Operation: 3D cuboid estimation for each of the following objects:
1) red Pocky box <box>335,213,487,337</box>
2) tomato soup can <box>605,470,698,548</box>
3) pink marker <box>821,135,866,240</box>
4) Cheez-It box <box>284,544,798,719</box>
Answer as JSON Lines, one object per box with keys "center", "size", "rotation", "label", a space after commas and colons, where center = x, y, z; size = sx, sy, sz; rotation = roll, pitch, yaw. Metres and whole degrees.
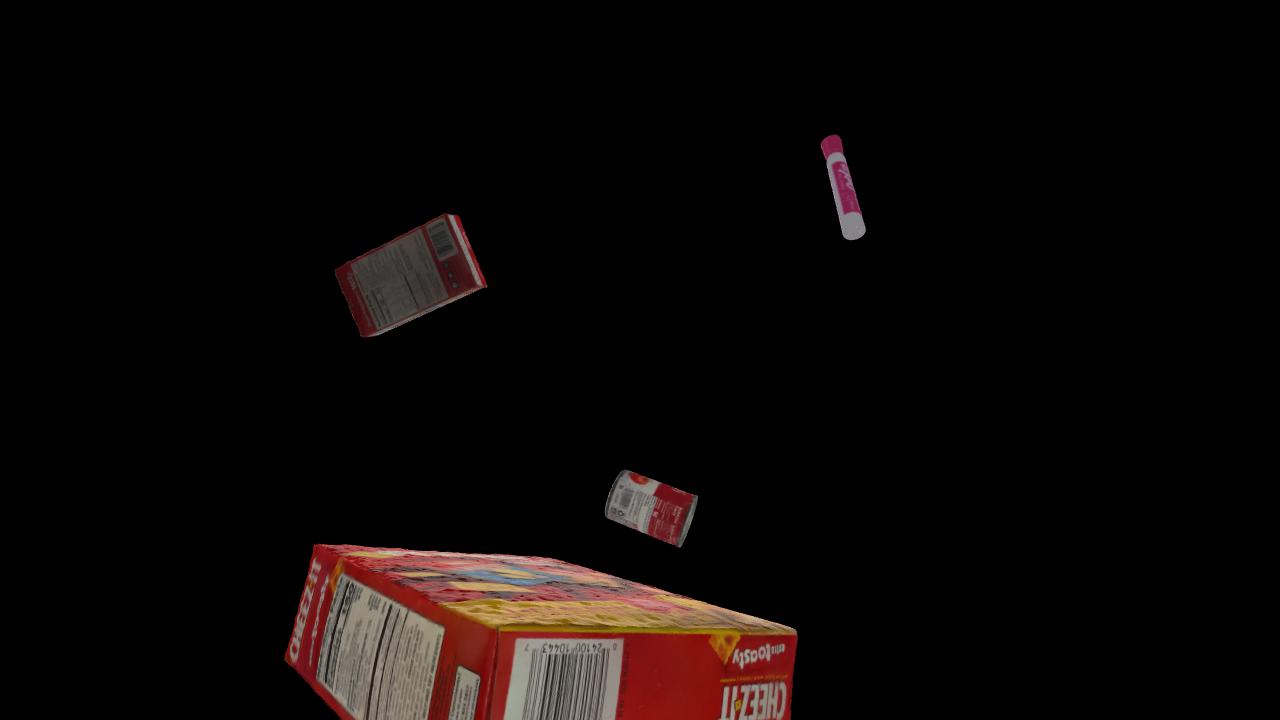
{"center": [-0.245, -0.088, 0.656], "size": [0.155, 0.083, 0.028], "rotation": [-20, 5, 17], "label": "red Pocky box"}
{"center": [0.014, 0.186, 0.773], "size": [0.101, 0.068, 0.068], "rotation": [17, 4, 14], "label": "tomato soup can"}
{"center": [0.179, -0.157, 0.547], "size": [0.020, 0.121, 0.020], "rotation": [0, -32, 0], "label": "pink marker"}
{"center": [-0.060, 0.144, 0.312], "size": [0.166, 0.071, 0.223], "rotation": [20, -18, -39], "label": "Cheez-It box"}
